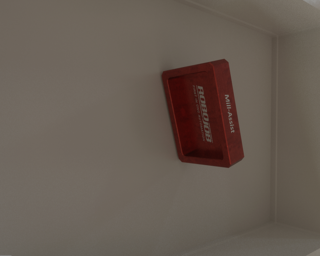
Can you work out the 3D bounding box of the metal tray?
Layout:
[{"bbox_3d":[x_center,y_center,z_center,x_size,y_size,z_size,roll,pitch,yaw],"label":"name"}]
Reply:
[{"bbox_3d":[0.054,-0.017,0.405,0.030,0.090,0.129,-21,104,-39],"label":"metal tray"}]
